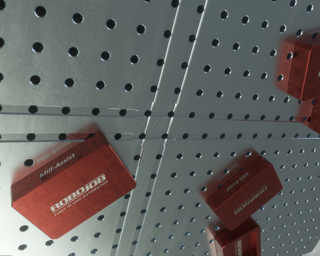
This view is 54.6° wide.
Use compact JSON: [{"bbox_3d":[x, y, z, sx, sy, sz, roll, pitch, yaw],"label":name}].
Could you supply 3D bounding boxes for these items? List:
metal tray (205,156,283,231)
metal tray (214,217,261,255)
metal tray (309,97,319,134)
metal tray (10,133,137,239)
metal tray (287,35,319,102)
[{"bbox_3d":[0.156,0.121,0.567,0.130,0.030,0.090,-39,129,-2],"label":"metal tray"},{"bbox_3d":[0.167,0.254,0.654,0.091,0.030,0.129,-24,127,-13],"label":"metal tray"},{"bbox_3d":[0.338,-0.045,0.563,0.131,0.030,0.089,-16,125,-19],"label":"metal tray"},{"bbox_3d":[-0.106,0.076,0.396,0.130,0.030,0.090,-33,129,-7],"label":"metal tray"},{"bbox_3d":[0.268,-0.102,0.490,0.131,0.030,0.089,-18,126,-18],"label":"metal tray"}]
